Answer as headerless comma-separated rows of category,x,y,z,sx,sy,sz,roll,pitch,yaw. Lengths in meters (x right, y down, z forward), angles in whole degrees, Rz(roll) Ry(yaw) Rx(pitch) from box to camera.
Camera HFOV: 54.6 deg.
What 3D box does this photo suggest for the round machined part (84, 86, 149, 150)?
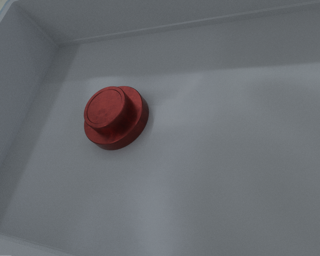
round machined part,-0.069,-0.021,0.445,0.098,0.042,0.098,-13,56,21
